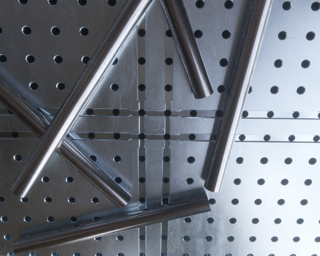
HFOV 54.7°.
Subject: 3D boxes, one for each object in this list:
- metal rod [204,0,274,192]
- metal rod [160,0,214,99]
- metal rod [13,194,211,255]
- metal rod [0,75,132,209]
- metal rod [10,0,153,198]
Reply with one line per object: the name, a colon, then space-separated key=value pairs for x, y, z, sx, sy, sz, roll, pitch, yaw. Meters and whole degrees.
metal rod: x=0.101 y=-0.052 z=0.395 sx=0.025 sy=0.025 sz=0.298 roll=9 pitch=110 yaw=-4
metal rod: x=0.003 y=-0.173 z=0.349 sx=0.025 sy=0.025 sz=0.299 roll=-20 pitch=109 yaw=7
metal rod: x=-0.074 y=0.147 z=0.466 sx=0.301 sy=0.025 sz=0.025 roll=-14 pitch=110 yaw=4
metal rod: x=-0.151 y=0.003 z=0.412 sx=0.025 sy=0.025 sz=0.300 roll=-40 pitch=106 yaw=13
metal rod: x=-0.099 y=-0.039 z=0.379 sx=0.025 sy=0.025 sz=0.299 roll=33 pitch=100 yaw=-12
